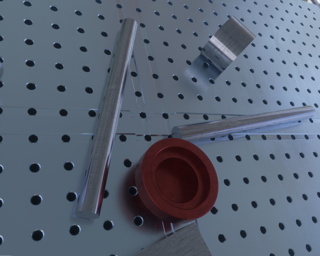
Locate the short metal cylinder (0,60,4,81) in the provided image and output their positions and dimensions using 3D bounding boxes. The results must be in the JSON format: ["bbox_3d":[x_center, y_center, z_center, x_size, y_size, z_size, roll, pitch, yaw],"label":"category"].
[{"bbox_3d":[-0.201,-0.049,0.295,0.081,0.080,0.050,18,55,-18],"label":"short metal cylinder"}]

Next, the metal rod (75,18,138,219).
[{"bbox_3d":[-0.060,-0.036,0.397,0.025,0.025,0.300,18,54,-18],"label":"metal rod"}]

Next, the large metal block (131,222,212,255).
[{"bbox_3d":[0.012,0.152,0.305,0.081,0.050,0.080,-17,71,-35],"label":"large metal block"}]

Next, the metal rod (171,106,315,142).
[{"bbox_3d":[0.149,-0.010,0.493,0.303,0.025,0.025,-9,66,-32],"label":"metal rod"}]

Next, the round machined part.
[{"bbox_3d":[0.017,0.064,0.367,0.099,0.042,0.098,14,56,-21],"label":"round machined part"}]

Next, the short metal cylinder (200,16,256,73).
[{"bbox_3d":[0.113,-0.139,0.518,0.050,0.080,0.080,43,51,1],"label":"short metal cylinder"}]
